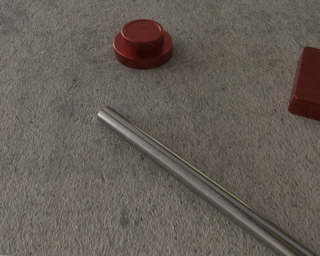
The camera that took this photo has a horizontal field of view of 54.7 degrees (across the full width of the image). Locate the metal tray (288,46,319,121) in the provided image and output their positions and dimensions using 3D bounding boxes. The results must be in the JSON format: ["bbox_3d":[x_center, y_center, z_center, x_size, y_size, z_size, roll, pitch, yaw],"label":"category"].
[{"bbox_3d":[0.248,-0.064,0.457,0.090,0.030,0.130,18,52,14],"label":"metal tray"}]

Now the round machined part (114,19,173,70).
[{"bbox_3d":[-0.028,-0.144,0.513,0.099,0.042,0.098,0,50,0],"label":"round machined part"}]

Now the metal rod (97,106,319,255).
[{"bbox_3d":[0.037,0.058,0.355,0.300,0.025,0.025,34,58,25],"label":"metal rod"}]
